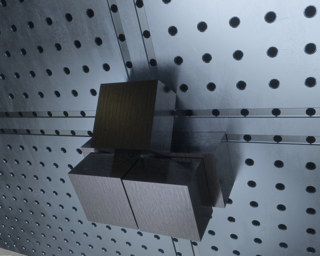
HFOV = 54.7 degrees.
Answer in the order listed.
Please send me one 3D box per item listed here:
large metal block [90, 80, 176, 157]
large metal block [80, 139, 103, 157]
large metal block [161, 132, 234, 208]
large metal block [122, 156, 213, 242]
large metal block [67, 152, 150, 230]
[{"bbox_3d":[-0.031,-0.010,0.377,0.080,0.050,0.080,0,77,27],"label":"large metal block"},{"bbox_3d":[-0.058,0.051,0.456,0.080,0.050,0.079,2,119,27],"label":"large metal block"},{"bbox_3d":[0.045,0.052,0.402,0.080,0.050,0.080,-1,118,28],"label":"large metal block"},{"bbox_3d":[0.012,0.082,0.371,0.080,0.050,0.080,0,119,28],"label":"large metal block"},{"bbox_3d":[-0.061,0.080,0.407,0.080,0.050,0.080,0,119,28],"label":"large metal block"}]
